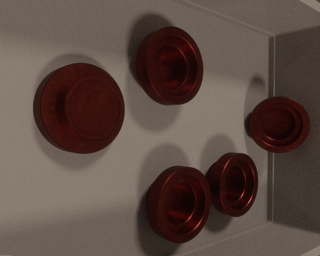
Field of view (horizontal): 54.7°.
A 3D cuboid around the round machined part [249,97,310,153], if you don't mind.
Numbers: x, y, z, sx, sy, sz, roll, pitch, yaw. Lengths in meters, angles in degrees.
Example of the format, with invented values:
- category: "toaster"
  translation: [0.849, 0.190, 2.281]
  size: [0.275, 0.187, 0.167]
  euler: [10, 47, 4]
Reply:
- category: "round machined part"
  translation: [0.209, -0.008, 0.550]
  size: [0.042, 0.098, 0.097]
  euler: [-35, 117, -74]

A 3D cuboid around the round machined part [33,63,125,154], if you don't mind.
- category: "round machined part"
  translation: [-0.078, -0.021, 0.331]
  size: [0.099, 0.042, 0.097]
  euler: [0, 90, -40]

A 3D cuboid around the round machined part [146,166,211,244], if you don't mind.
- category: "round machined part"
  translation: [0.021, 0.099, 0.415]
  size: [0.099, 0.042, 0.097]
  euler: [0, 90, -40]

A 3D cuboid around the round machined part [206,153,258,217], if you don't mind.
- category: "round machined part"
  translation: [0.110, 0.087, 0.491]
  size: [0.099, 0.042, 0.097]
  euler: [0, 90, -40]

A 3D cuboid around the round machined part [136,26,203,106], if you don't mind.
- category: "round machined part"
  translation: [0.008, -0.078, 0.404]
  size: [0.099, 0.042, 0.097]
  euler: [0, 90, -40]
